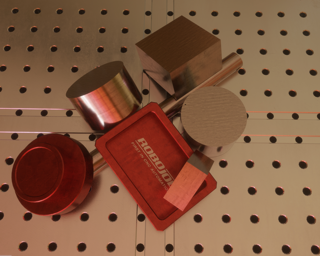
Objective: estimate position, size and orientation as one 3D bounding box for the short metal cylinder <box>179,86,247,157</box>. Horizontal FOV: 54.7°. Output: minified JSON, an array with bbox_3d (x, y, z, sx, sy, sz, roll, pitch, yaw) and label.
[{"bbox_3d":[0.066,-0.007,0.401,0.081,0.050,0.080,0,70,0],"label":"short metal cylinder"}]

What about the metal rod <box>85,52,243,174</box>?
[{"bbox_3d":[-0.008,-0.012,0.418,0.301,0.025,0.025,-36,74,-12],"label":"metal rod"}]

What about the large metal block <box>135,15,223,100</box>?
[{"bbox_3d":[0.026,-0.098,0.422,0.080,0.050,0.080,-35,54,-12],"label":"large metal block"}]

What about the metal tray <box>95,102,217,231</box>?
[{"bbox_3d":[-0.005,0.045,0.377,0.090,0.030,0.130,-36,87,-12],"label":"metal tray"}]

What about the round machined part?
[{"bbox_3d":[-0.133,0.054,0.368,0.098,0.042,0.098,-4,75,15],"label":"round machined part"}]

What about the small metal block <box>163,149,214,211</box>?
[{"bbox_3d":[0.033,0.057,0.347,0.025,0.050,0.050,33,109,9],"label":"small metal block"}]

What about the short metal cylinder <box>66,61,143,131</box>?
[{"bbox_3d":[-0.069,-0.042,0.391,0.080,0.050,0.080,-21,31,14],"label":"short metal cylinder"}]
